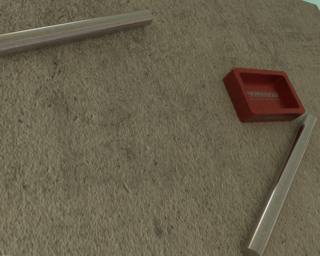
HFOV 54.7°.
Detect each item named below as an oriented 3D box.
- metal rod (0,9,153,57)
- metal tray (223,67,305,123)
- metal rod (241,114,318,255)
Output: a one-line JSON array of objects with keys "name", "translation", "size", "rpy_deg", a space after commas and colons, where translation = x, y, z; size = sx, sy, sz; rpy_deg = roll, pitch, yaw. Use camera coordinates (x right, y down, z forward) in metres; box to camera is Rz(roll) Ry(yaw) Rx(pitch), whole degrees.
[{"name": "metal rod", "translation": [-0.128, -0.126, 0.412], "size": [0.302, 0.025, 0.025], "rpy_deg": [-27, 77, -37]}, {"name": "metal tray", "translation": [0.181, -0.057, 0.535], "size": [0.131, 0.030, 0.090], "rpy_deg": [-2, 63, -30]}, {"name": "metal rod", "translation": [0.191, 0.069, 0.467], "size": [0.025, 0.025, 0.301], "rpy_deg": [43, 51, 1]}]
